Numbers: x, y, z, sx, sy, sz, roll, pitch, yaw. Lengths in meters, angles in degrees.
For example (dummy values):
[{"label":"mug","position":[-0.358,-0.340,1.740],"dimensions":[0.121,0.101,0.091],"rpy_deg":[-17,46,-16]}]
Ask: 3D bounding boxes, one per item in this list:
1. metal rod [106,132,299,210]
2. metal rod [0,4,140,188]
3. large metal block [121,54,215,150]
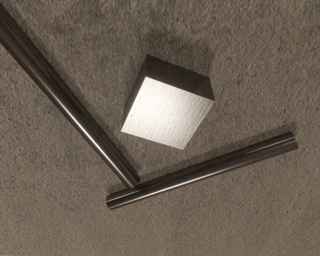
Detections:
[{"label":"metal rod","position":[0.052,0.070,0.467],"dimensions":[0.300,0.025,0.025],"rpy_deg":[-22,127,17]},{"label":"metal rod","position":[-0.107,-0.020,0.388],"dimensions":[0.025,0.025,0.299],"rpy_deg":[-21,128,16]},{"label":"large metal block","position":[0.007,-0.029,0.367],"dimensions":[0.081,0.050,0.079],"rpy_deg":[18,128,-15]}]
